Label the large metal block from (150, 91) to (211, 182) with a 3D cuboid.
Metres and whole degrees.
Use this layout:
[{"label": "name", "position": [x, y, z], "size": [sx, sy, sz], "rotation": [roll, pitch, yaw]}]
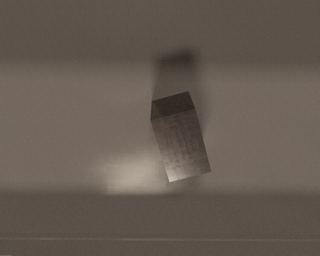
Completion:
[{"label": "large metal block", "position": [0.024, 0.007, 0.385], "size": [0.050, 0.080, 0.080], "rotation": [-15, 110, 5]}]
